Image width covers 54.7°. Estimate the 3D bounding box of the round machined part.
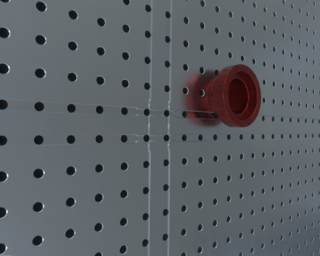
[{"bbox_3d":[0.116,-0.050,0.495,0.099,0.042,0.097,0,90,-40],"label":"round machined part"}]
